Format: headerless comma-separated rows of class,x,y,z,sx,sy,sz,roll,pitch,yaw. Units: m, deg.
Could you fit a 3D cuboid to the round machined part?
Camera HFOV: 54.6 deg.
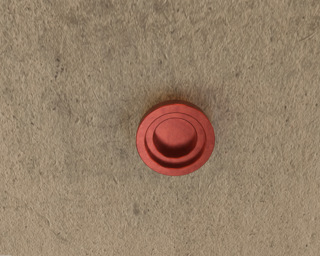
round machined part,0.019,0.010,0.404,0.099,0.042,0.097,0,110,0
